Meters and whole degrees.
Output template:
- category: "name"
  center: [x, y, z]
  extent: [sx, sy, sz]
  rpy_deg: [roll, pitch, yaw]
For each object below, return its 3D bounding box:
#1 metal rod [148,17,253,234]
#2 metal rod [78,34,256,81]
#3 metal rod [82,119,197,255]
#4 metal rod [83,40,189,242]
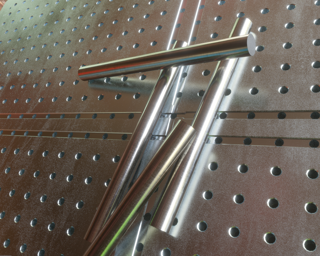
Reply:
- category: "metal rod"
  center: [0.058, -0.018, 0.389]
  extent: [0.025, 0.025, 0.300]
  rpy_deg: [12, 68, 33]
- category: "metal rod"
  center: [-0.014, -0.094, 0.445]
  extent: [0.300, 0.025, 0.025]
  rpy_deg: [0, 61, 38]
- category: "metal rod"
  center: [-0.055, 0.119, 0.348]
  extent: [0.025, 0.025, 0.300]
  rpy_deg: [32, 85, 38]
- category: "metal rod"
  center: [-0.023, 0.006, 0.417]
  extent: [0.025, 0.025, 0.300]
  rpy_deg: [11, 67, 33]
